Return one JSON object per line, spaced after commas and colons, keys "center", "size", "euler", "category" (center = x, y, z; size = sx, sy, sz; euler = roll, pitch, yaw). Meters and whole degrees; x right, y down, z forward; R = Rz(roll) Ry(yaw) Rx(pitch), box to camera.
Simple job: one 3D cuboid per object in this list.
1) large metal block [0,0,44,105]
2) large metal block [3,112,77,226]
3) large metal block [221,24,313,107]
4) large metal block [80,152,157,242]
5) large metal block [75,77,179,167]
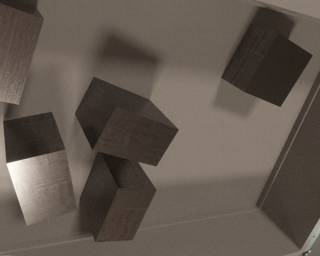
{"center": [-0.154, -0.074, 0.263], "size": [0.081, 0.050, 0.079], "euler": [12, 112, -34], "category": "large metal block"}
{"center": [-0.127, 0.040, 0.329], "size": [0.050, 0.080, 0.079], "euler": [-14, 124, -21], "category": "large metal block"}
{"center": [0.145, -0.084, 0.422], "size": [0.081, 0.050, 0.080], "euler": [15, 111, -35], "category": "large metal block"}
{"center": [-0.057, 0.085, 0.396], "size": [0.050, 0.080, 0.079], "euler": [11, 113, -34], "category": "large metal block"}
{"center": [-0.039, -0.007, 0.348], "size": [0.080, 0.080, 0.050], "euler": [20, 108, -36], "category": "large metal block"}
